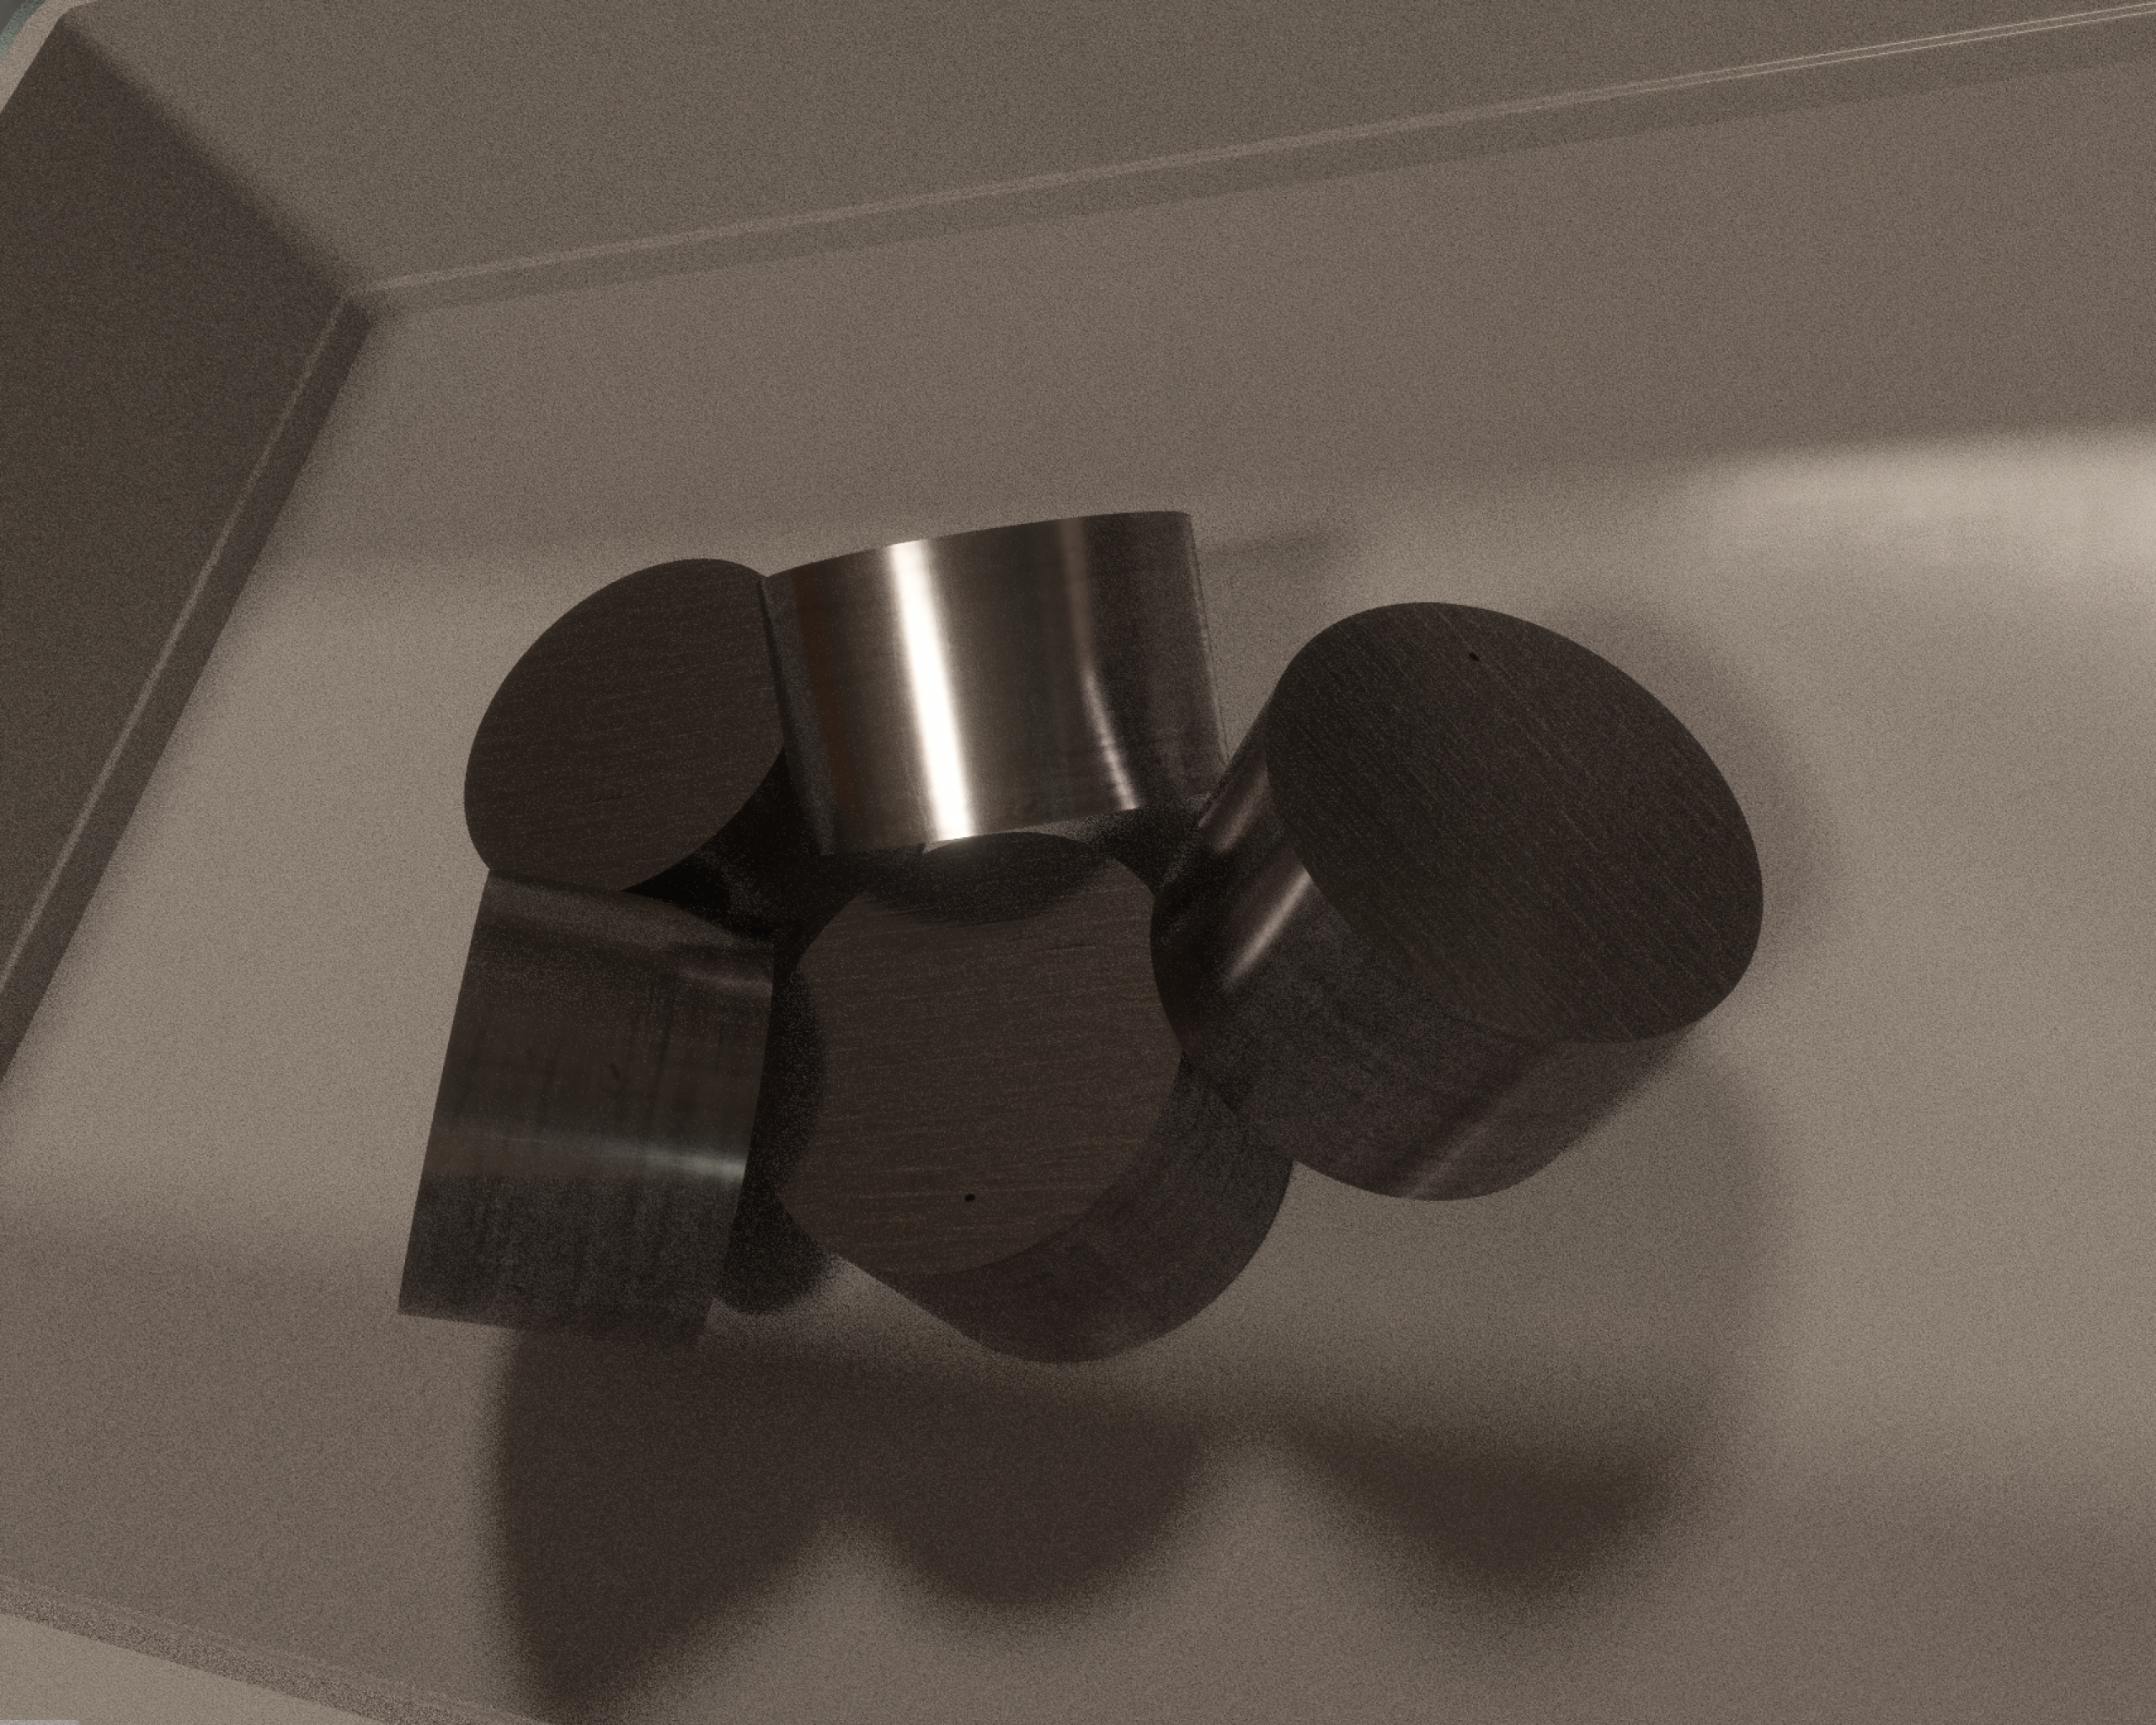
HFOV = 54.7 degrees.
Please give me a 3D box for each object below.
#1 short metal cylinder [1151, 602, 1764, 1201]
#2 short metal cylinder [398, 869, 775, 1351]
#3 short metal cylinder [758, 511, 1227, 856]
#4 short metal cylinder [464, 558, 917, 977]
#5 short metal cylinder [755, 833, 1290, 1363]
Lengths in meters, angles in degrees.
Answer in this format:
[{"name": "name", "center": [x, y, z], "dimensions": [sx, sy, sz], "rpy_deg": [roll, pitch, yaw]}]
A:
[{"name": "short metal cylinder", "center": [0.058, 0.006, 0.327], "dimensions": [0.081, 0.050, 0.080], "rpy_deg": [11, 52, -14]}, {"name": "short metal cylinder", "center": [-0.089, 0.045, 0.377], "dimensions": [0.050, 0.080, 0.080], "rpy_deg": [11, 59, -14]}, {"name": "short metal cylinder", "center": [-0.015, -0.033, 0.385], "dimensions": [0.080, 0.080, 0.050], "rpy_deg": [-8, 94, 24]}, {"name": "short metal cylinder", "center": [-0.079, -0.016, 0.436], "dimensions": [0.080, 0.050, 0.080], "rpy_deg": [-13, 56, 20]}, {"name": "short metal cylinder", "center": [-0.009, 0.041, 0.366], "dimensions": [0.080, 0.050, 0.080], "rpy_deg": [-13, 56, 20]}]
